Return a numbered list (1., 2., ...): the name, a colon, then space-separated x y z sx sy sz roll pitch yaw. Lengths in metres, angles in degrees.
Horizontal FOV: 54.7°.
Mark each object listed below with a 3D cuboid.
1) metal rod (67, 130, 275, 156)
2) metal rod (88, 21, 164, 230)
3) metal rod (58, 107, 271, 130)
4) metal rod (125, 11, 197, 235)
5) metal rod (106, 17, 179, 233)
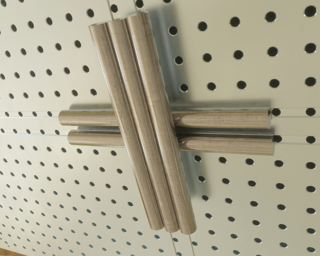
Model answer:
1. metal rod: -0.004 0.017 0.423 0.301 0.025 0.025 1 119 27
2. metal rod: -0.035 0.015 0.406 0.025 0.025 0.298 0 119 27
3. metal rod: -0.013 -0.013 0.409 0.301 0.025 0.025 1 119 27
4. metal rod: 0.009 0.014 0.382 0.025 0.025 0.298 0 119 27
5. metal rod: -0.013 0.015 0.394 0.025 0.025 0.298 0 119 27
